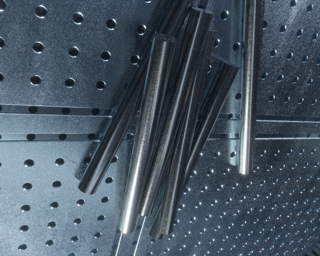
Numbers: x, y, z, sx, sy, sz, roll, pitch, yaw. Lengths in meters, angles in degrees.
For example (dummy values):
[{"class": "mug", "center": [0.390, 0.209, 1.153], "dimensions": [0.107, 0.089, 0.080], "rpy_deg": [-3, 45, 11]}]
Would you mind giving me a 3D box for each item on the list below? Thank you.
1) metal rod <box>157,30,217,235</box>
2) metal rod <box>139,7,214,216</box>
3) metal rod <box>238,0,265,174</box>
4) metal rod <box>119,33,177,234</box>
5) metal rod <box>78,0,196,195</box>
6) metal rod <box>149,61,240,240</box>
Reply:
[{"class": "metal rod", "center": [0.031, 0.019, 0.423], "dimensions": [0.025, 0.025, 0.298], "rpy_deg": [-2, 115, -27]}, {"class": "metal rod", "center": [0.011, 0.000, 0.404], "dimensions": [0.025, 0.025, 0.298], "rpy_deg": [-1, 123, -28]}, {"class": "metal rod", "center": [0.130, -0.050, 0.449], "dimensions": [0.025, 0.025, 0.298], "rpy_deg": [-20, 126, -17]}, {"class": "metal rod", "center": [-0.023, 0.030, 0.396], "dimensions": [0.025, 0.025, 0.298], "rpy_deg": [-5, 127, -26]}, {"class": "metal rod", "center": [-0.026, -0.047, 0.367], "dimensions": [0.025, 0.025, 0.299], "rpy_deg": [18, 109, -35]}, {"class": "metal rod", "center": [0.044, 0.046, 0.462], "dimensions": [0.025, 0.025, 0.298], "rpy_deg": [8, 115, -32]}]
